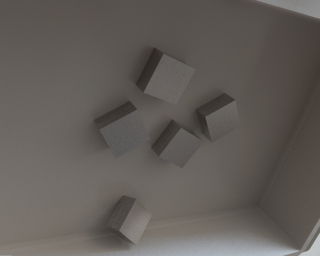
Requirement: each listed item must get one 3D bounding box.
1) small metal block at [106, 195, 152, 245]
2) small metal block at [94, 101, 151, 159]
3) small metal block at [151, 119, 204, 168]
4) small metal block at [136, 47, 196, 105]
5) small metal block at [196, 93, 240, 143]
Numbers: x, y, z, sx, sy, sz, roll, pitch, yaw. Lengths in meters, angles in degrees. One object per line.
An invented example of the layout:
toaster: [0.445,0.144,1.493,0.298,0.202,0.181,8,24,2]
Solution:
small metal block: [-0.044,0.135,0.455,0.050,0.025,0.050,-60,136,-29]
small metal block: [-0.046,0.002,0.386,0.050,0.025,0.050,-29,129,-10]
small metal block: [0.025,0.023,0.438,0.050,0.025,0.050,30,101,-38]
small metal block: [0.007,-0.062,0.376,0.050,0.025,0.050,17,109,-35]
small metal block: [0.085,-0.015,0.448,0.050,0.025,0.050,-29,129,-10]
